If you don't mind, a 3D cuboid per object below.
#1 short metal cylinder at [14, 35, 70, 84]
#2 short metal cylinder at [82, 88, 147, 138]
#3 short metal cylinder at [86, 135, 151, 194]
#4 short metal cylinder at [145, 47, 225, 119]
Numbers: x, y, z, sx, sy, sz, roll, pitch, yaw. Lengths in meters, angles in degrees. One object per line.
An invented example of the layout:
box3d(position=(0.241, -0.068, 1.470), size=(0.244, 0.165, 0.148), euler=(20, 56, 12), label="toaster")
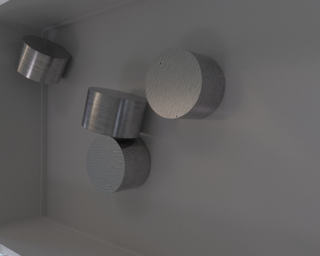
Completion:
box3d(position=(-0.205, -0.119, 0.540), size=(0.080, 0.081, 0.050), euler=(45, 117, 31), label="short metal cylinder")
box3d(position=(-0.062, -0.022, 0.422), size=(0.080, 0.081, 0.050), euler=(22, 104, 38), label="short metal cylinder")
box3d(position=(-0.059, 0.049, 0.440), size=(0.080, 0.050, 0.080), euler=(0, 90, 40), label="short metal cylinder")
box3d(position=(0.029, -0.050, 0.367), size=(0.080, 0.050, 0.080), euler=(0, 90, 40), label="short metal cylinder")
